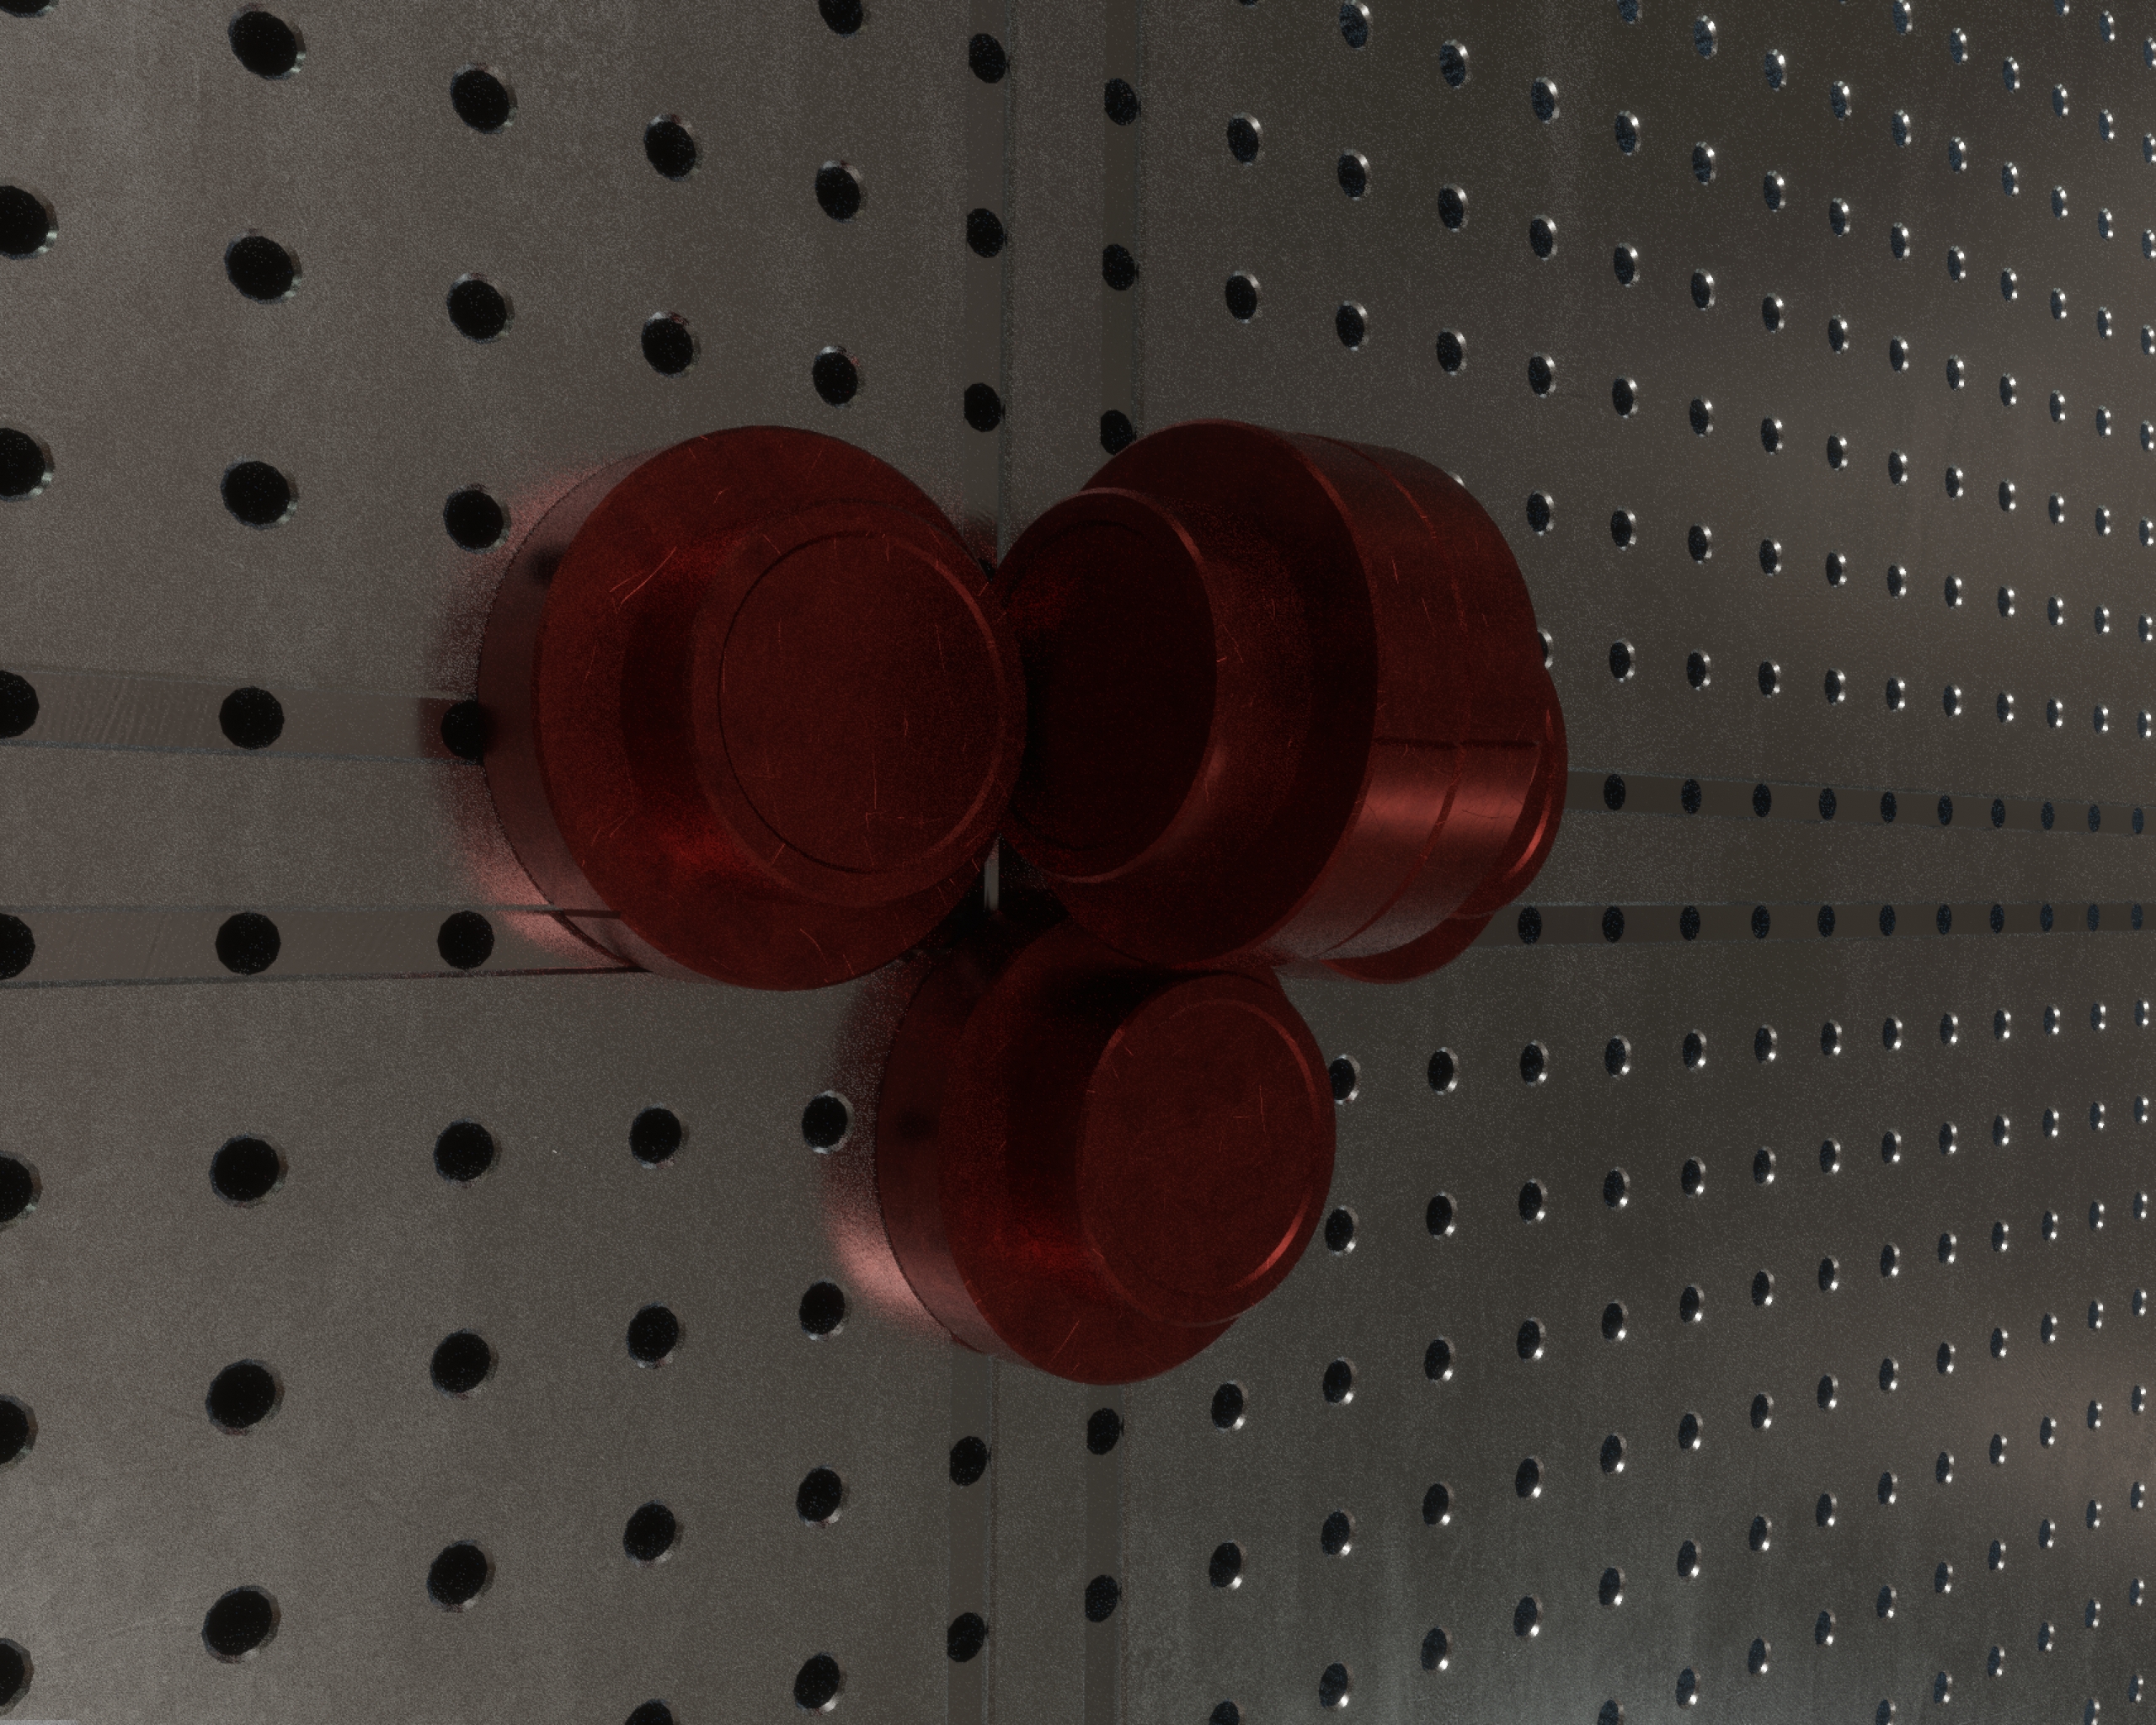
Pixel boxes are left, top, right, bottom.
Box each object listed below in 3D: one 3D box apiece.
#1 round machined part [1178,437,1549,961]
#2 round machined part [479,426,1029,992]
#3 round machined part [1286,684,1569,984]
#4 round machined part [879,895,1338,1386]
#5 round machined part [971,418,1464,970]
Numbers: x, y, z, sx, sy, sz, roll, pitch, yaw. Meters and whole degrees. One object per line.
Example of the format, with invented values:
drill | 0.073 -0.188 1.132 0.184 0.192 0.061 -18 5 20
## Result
round machined part | 0.050 -0.030 0.398 0.042 0.098 0.097 -1 91 -40
round machined part | -0.048 -0.026 0.359 0.099 0.042 0.097 0 90 -40
round machined part | 0.070 -0.022 0.459 0.099 0.042 0.097 0 90 -40
round machined part | 0.013 0.054 0.411 0.099 0.042 0.097 0 90 -40
round machined part | 0.017 -0.030 0.369 0.042 0.098 0.097 2 89 -40
